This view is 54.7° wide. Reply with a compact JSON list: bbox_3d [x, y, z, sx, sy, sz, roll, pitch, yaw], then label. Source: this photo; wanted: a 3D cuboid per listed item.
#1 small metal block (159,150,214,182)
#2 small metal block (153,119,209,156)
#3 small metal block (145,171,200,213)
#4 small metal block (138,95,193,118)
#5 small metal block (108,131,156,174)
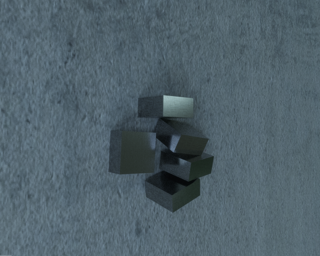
[{"bbox_3d":[0.035,0.046,0.414,0.050,0.050,0.025,-8,110,-47],"label":"small metal block"},{"bbox_3d":[0.027,0.011,0.409,0.050,0.050,0.025,10,109,-40],"label":"small metal block"},{"bbox_3d":[0.016,0.078,0.402,0.050,0.050,0.025,-21,118,-38],"label":"small metal block"},{"bbox_3d":[0.007,-0.026,0.396,0.050,0.050,0.025,1,90,-40],"label":"small metal block"},{"bbox_3d":[-0.033,0.029,0.379,0.050,0.025,0.050,4,87,-40],"label":"small metal block"}]
